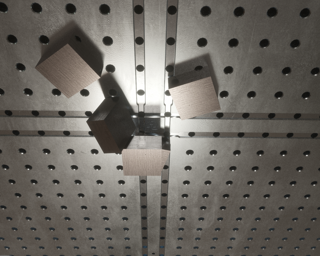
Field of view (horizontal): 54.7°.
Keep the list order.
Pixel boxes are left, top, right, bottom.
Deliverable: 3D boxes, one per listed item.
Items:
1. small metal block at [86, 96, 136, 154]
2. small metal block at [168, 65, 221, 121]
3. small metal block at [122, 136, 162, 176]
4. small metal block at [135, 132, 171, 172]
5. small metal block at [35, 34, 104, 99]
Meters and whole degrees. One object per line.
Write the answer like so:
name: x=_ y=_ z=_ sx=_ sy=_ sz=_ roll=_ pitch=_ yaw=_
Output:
small metal block: x=-0.059 y=-0.004 z=0.384 sx=0.025 sy=0.050 sz=0.050 roll=-5 pitch=126 yaw=26
small metal block: x=0.042 y=-0.042 z=0.377 sx=0.050 sy=0.025 sz=0.050 roll=-16 pitch=129 yaw=12
small metal block: x=-0.023 y=0.037 z=0.411 sx=0.050 sy=0.025 sz=0.050 roll=0 pitch=130 yaw=-1
small metal block: x=-0.017 y=0.036 z=0.442 sx=0.050 sy=0.025 sz=0.050 roll=12 pitch=129 yaw=-11
small metal block: x=-0.102 y=-0.069 z=0.351 sx=0.050 sy=0.025 sz=0.050 roll=-28 pitch=125 yaw=21
